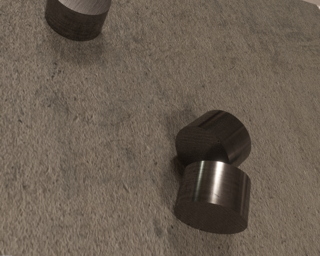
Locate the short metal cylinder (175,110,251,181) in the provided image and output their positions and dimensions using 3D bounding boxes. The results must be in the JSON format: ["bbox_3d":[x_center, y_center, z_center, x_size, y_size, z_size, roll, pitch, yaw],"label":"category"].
[{"bbox_3d":[0.067,0.023,0.392,0.050,0.080,0.080,-32,80,-38],"label":"short metal cylinder"}]

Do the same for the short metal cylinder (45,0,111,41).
[{"bbox_3d":[-0.114,-0.168,0.430,0.081,0.050,0.080,14,56,-21],"label":"short metal cylinder"}]

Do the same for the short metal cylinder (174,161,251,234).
[{"bbox_3d":[0.061,0.081,0.354,0.080,0.080,0.050,27,52,-12],"label":"short metal cylinder"}]
